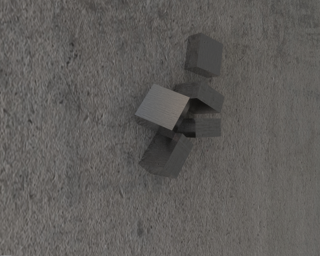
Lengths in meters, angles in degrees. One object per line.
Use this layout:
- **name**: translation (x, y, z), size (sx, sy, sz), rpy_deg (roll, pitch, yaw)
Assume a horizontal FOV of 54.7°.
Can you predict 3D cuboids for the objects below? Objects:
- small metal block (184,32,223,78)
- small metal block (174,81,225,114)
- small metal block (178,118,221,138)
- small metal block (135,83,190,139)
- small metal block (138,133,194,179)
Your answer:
- **small metal block**: translation (0.065, -0.106, 0.459), size (0.050, 0.025, 0.050), rpy_deg (12, 82, -39)
- **small metal block**: translation (0.053, -0.041, 0.432), size (0.050, 0.050, 0.025), rpy_deg (27, 73, -37)
- **small metal block**: translation (0.048, -0.001, 0.429), size (0.050, 0.050, 0.025), rpy_deg (-1, 91, -40)
- **small metal block**: translation (0.004, -0.021, 0.388), size (0.050, 0.050, 0.025), rpy_deg (-61, 165, -22)
- **small metal block**: translation (0.007, 0.034, 0.394), size (0.025, 0.050, 0.050), rpy_deg (45, 63, -31)
